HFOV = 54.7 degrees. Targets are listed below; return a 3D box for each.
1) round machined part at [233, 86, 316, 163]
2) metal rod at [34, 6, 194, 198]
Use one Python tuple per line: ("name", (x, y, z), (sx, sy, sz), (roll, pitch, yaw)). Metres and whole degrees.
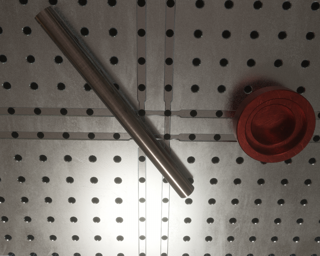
("round machined part", (0.144, -0.007, 0.404), (0.099, 0.042, 0.097), (0, 110, -1))
("metal rod", (-0.049, -0.021, 0.404), (0.025, 0.025, 0.300), (-34, 107, 11))
